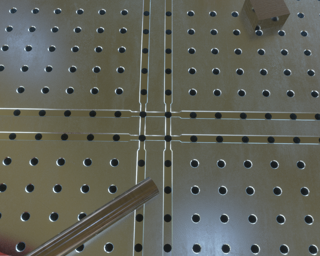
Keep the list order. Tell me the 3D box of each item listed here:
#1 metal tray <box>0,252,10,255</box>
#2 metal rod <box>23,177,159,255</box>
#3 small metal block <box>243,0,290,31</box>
[{"bbox_3d":[-0.198,0.167,0.321,0.131,0.030,0.089,18,106,6],"label":"metal tray"},{"bbox_3d":[-0.132,0.143,0.338,0.302,0.025,0.025,-30,73,-18],"label":"metal rod"},{"bbox_3d":[0.165,-0.184,0.481,0.050,0.025,0.050,-14,71,-6],"label":"small metal block"}]
